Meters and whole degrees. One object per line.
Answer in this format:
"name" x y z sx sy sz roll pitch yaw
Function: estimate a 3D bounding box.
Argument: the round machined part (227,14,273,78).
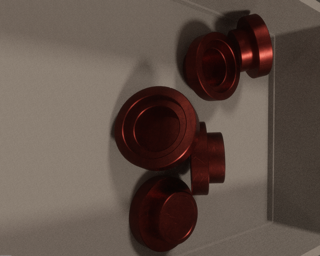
"round machined part" 0.137 -0.126 0.490 0.042 0.098 0.097 -15 103 1

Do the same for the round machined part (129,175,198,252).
"round machined part" 0.012 0.114 0.408 0.099 0.042 0.097 0 90 -40

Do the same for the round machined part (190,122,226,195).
"round machined part" 0.062 0.040 0.414 0.098 0.042 0.097 -4 92 -86

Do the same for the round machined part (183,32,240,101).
"round machined part" 0.072 -0.088 0.458 0.099 0.042 0.097 0 90 -40

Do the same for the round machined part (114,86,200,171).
"round machined part" -0.001 0.003 0.370 0.042 0.098 0.098 41 61 -66
